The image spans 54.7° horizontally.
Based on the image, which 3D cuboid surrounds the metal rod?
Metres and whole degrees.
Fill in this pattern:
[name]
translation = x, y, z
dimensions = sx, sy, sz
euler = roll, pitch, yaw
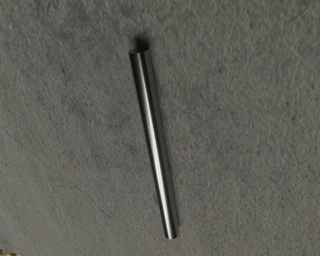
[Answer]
[metal rod]
translation = -0.003, 0.040, 0.431
dimensions = 0.025, 0.025, 0.298
euler = 5, 121, 25
